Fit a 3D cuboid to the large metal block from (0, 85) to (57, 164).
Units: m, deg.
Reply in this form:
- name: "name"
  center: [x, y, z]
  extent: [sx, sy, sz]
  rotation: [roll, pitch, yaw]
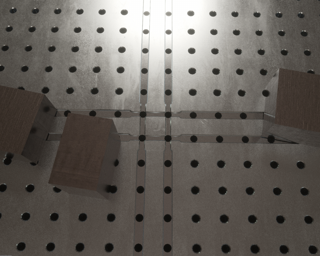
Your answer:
- name: "large metal block"
  center: [-0.192, -0.005, 0.398]
  extent: [0.080, 0.050, 0.080]
  rotation: [12, 70, 4]

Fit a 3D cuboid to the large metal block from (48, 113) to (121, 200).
- name: "large metal block"
  center: [-0.084, 0.037, 0.368]
  extent: [0.050, 0.080, 0.080]
  rotation: [9, 70, 3]

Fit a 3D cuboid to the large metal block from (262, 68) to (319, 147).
- name: "large metal block"
  center: [0.187, -0.026, 0.410]
  extent: [0.080, 0.050, 0.080]
  rotation: [11, 70, 3]
